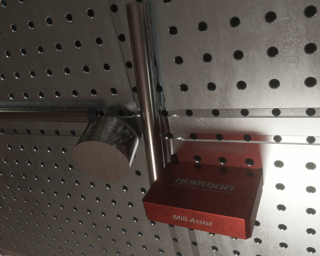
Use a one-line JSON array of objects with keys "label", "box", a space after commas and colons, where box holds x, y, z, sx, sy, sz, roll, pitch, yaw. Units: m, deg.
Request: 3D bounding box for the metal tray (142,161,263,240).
[{"label": "metal tray", "box": [0.055, 0.085, 0.391, 0.130, 0.090, 0.030, 3, 120, 26]}]

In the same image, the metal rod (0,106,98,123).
[{"label": "metal rod", "box": [-0.232, -0.024, 0.515, 0.301, 0.025, 0.025, 2, 119, 27]}]

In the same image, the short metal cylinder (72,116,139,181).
[{"label": "short metal cylinder", "box": [-0.075, 0.030, 0.438, 0.080, 0.050, 0.079, 7, 133, 8]}]

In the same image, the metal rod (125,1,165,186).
[{"label": "metal rod", "box": [-0.012, -0.007, 0.411, 0.025, 0.025, 0.298, 8, 122, 23]}]
